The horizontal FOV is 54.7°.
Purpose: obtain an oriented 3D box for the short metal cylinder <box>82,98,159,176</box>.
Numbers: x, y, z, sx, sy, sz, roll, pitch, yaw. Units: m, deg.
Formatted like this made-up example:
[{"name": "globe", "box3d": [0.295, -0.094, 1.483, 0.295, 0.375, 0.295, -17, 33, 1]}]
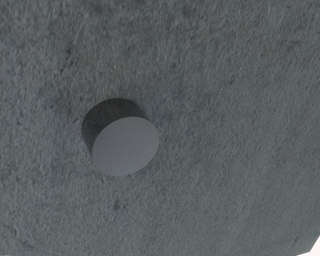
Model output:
[{"name": "short metal cylinder", "box3d": [-0.048, 0.011, 0.372, 0.081, 0.050, 0.079, -14, 125, -21]}]
